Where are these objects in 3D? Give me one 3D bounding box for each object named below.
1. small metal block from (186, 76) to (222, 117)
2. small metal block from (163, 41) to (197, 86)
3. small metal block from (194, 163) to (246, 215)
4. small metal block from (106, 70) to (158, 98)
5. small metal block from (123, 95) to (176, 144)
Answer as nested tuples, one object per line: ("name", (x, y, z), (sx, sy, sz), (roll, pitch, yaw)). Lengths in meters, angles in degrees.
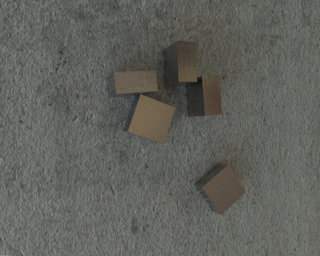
("small metal block", (0.058, -0.041, 0.417), (0.025, 0.050, 0.050), (-5, 92, -20))
("small metal block", (0.025, -0.082, 0.405), (0.025, 0.050, 0.050), (-2, 91, -20))
("small metal block", (0.086, 0.085, 0.441), (0.050, 0.025, 0.050), (-38, 102, -16))
("small metal block", (-0.036, -0.054, 0.382), (0.050, 0.050, 0.025), (-6, 92, -20))
("small metal block", (-0.014, -0.011, 0.404), (0.050, 0.025, 0.050), (20, 84, -20))
